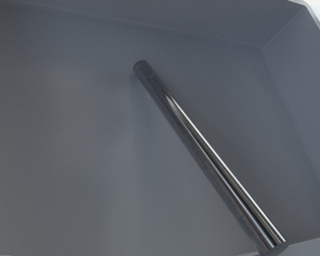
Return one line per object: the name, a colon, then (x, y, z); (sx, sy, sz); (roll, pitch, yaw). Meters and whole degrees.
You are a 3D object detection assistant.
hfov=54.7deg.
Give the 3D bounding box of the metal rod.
metal rod: (0.032, 0.005, 0.346); (0.025, 0.025, 0.300); (-1, 38, -29)
